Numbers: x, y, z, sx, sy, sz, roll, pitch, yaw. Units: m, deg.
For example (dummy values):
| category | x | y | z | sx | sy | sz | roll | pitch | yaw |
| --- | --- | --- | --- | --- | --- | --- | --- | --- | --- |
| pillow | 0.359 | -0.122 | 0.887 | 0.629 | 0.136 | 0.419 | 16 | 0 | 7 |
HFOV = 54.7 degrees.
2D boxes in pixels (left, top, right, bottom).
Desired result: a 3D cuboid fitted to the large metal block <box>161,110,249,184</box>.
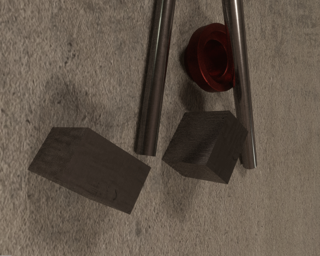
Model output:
| category | x | y | z | sx | sy | sz | roll | pitch | yaw |
| --- | --- | --- | --- | --- | --- | --- | --- | --- | --- |
| large metal block | 0.061 | 0.024 | 0.423 | 0.050 | 0.080 | 0.080 | 41 | 65 | -33 |

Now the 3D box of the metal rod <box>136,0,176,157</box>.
| category | x | y | z | sx | sy | sz | roll | pitch | yaw |
| --- | --- | --- | --- | --- | --- | --- | --- | --- | --- |
| metal rod | 0.001 | -0.112 | 0.407 | 0.025 | 0.025 | 0.298 | 12 | 82 | -40 |

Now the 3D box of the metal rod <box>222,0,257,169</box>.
| category | x | y | z | sx | sy | sz | roll | pitch | yaw |
| --- | --- | --- | --- | --- | --- | --- | --- | --- | --- |
| metal rod | 0.121 | -0.054 | 0.457 | 0.025 | 0.025 | 0.298 | -42 | 132 | -32 |

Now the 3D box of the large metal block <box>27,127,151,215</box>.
| category | x | y | z | sx | sy | sz | roll | pitch | yaw |
| --- | --- | --- | --- | --- | --- | --- | --- | --- | --- |
| large metal block | -0.071 | 0.041 | 0.311 | 0.080 | 0.080 | 0.050 | 38 | 67 | -34 |

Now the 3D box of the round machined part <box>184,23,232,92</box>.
| category | x | y | z | sx | sy | sz | roll | pitch | yaw |
| --- | --- | --- | --- | --- | --- | --- | --- | --- | --- |
| round machined part | 0.074 | -0.101 | 0.458 | 0.099 | 0.042 | 0.097 | 0 | 90 | -40 |
